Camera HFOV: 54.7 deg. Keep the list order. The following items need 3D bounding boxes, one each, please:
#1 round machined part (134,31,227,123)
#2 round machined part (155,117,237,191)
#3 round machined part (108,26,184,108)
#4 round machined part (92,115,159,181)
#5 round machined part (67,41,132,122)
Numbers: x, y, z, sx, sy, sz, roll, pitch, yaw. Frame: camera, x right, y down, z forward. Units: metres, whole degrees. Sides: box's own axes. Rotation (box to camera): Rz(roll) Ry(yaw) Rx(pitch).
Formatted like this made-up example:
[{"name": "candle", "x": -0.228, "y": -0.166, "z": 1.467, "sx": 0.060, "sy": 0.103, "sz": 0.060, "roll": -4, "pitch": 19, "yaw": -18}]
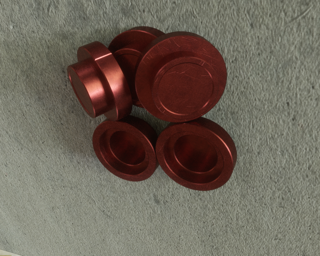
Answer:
[{"name": "round machined part", "x": 0.023, "y": -0.048, "z": 0.326, "sx": 0.099, "sy": 0.042, "sz": 0.097, "roll": -4, "pitch": 120, "yaw": -6}, {"name": "round machined part", "x": 0.047, "y": 0.027, "z": 0.388, "sx": 0.098, "sy": 0.042, "sz": 0.097, "roll": 13, "pitch": 124, "yaw": 20}, {"name": "round machined part", "x": -0.024, "y": -0.066, "z": 0.367, "sx": 0.098, "sy": 0.042, "sz": 0.097, "roll": 13, "pitch": 124, "yaw": 20}, {"name": "round machined part", "x": -0.041, "y": 0.023, "z": 0.431, "sx": 0.098, "sy": 0.042, "sz": 0.097, "roll": 13, "pitch": 124, "yaw": 20}, {"name": "round machined part", "x": -0.077, "y": -0.051, "z": 0.374, "sx": 0.098, "sy": 0.042, "sz": 0.097, "roll": 47, "pitch": 154, "yaw": 32}]
